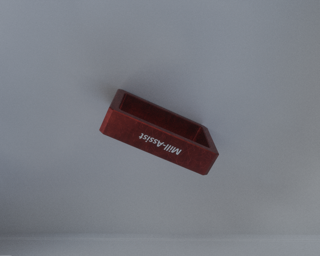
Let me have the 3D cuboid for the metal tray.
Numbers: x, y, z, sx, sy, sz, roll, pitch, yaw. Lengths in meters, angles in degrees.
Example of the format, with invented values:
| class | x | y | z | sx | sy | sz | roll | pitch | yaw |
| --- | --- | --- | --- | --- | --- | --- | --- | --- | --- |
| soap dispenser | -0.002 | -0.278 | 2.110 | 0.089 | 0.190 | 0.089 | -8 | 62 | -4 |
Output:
| class | x | y | z | sx | sy | sz | roll | pitch | yaw |
| --- | --- | --- | --- | --- | --- | --- | --- | --- | --- |
| metal tray | 0.000 | 0.002 | 0.374 | 0.131 | 0.090 | 0.030 | 23 | 108 | -9 |
